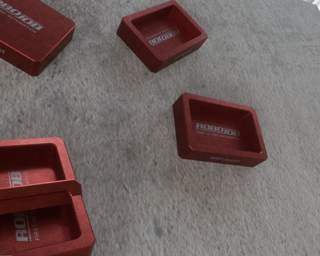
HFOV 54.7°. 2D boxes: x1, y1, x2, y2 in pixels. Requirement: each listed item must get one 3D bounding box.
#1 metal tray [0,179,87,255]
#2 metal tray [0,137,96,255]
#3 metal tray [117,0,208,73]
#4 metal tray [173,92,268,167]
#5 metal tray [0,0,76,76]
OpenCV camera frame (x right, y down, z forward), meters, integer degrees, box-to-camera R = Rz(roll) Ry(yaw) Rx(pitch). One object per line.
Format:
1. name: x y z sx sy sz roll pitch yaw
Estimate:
1. metal tray: -0.107 0.113 0.253 0.091 0.030 0.129 -3 78 -30
2. metal tray: -0.118 0.063 0.267 0.091 0.030 0.130 -3 41 -30
3. metal tray: 0.007 -0.151 0.497 0.090 0.030 0.131 49 51 5
4. metal tray: 0.086 0.004 0.446 0.131 0.030 0.090 9 58 -24
5. metal tray: -0.185 -0.132 0.382 0.130 0.030 0.090 31 51 -9
